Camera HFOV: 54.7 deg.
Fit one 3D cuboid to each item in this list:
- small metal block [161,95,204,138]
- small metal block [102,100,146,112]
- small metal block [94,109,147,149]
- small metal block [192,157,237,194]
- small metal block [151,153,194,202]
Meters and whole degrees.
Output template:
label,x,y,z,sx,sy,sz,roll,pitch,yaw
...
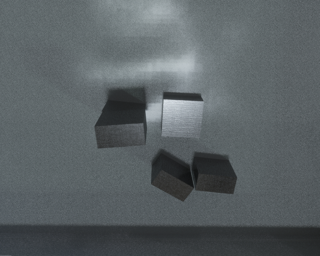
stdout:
label,x,y,z,sx,sy,sz,roll,pitch,yaw
small metal block,0.028,-0.015,0.406,0.050,0.025,0.050,3,110,-2
small metal block,-0.045,-0.014,0.392,0.050,0.050,0.025,6,110,-3
small metal block,-0.041,0.000,0.344,0.050,0.050,0.025,-4,110,1
small metal block,0.072,0.064,0.423,0.050,0.050,0.025,7,110,-3
small metal block,0.016,0.066,0.423,0.050,0.050,0.025,31,107,-11
